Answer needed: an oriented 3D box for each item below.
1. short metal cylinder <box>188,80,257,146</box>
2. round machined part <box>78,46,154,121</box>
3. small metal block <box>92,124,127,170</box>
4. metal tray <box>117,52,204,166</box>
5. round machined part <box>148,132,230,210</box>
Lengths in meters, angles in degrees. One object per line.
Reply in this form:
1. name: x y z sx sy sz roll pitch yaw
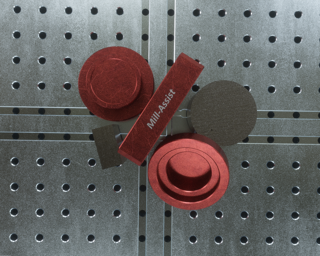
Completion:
1. short metal cylinder: 0.077 -0.018 0.397 0.081 0.050 0.079 0 90 0
2. round machined part: -0.057 -0.057 0.400 0.099 0.042 0.097 0 90 0
3. small metal block: -0.063 0.023 0.396 0.025 0.050 0.050 -15 90 0
4. metal tray: 0.001 -0.021 0.377 0.030 0.090 0.130 33 90 0
5. round machined part: 0.037 0.050 0.390 0.098 0.042 0.097 4 112 9
